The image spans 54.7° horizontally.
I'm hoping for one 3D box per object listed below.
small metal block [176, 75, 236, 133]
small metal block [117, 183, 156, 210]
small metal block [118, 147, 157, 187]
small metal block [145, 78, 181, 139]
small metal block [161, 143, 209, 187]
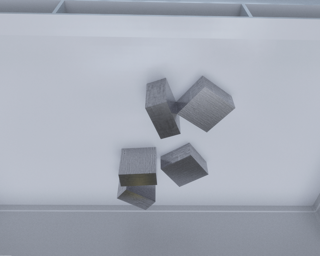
[{"bbox_3d":[0.056,-0.029,0.386,0.050,0.025,0.050,30,123,-24],"label":"small metal block"},{"bbox_3d":[-0.034,0.089,0.468,0.050,0.050,0.025,29,124,-23],"label":"small metal block"},{"bbox_3d":[-0.030,0.054,0.439,0.050,0.050,0.025,-3,130,2],"label":"small metal block"},{"bbox_3d":[0.004,-0.024,0.373,0.025,0.050,0.050,-16,129,13],"label":"small metal block"},{"bbox_3d":[0.036,0.055,0.457,0.050,0.025,0.050,-28,125,21],"label":"small metal block"}]
